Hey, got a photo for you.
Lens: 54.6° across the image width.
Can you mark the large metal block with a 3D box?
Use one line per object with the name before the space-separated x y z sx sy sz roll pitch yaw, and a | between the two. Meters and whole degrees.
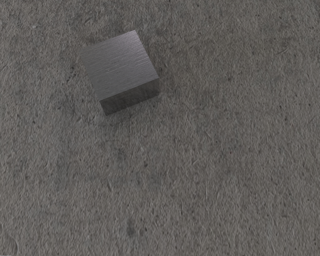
large metal block | -0.054 -0.074 0.422 0.080 0.050 0.080 -23 72 -8
